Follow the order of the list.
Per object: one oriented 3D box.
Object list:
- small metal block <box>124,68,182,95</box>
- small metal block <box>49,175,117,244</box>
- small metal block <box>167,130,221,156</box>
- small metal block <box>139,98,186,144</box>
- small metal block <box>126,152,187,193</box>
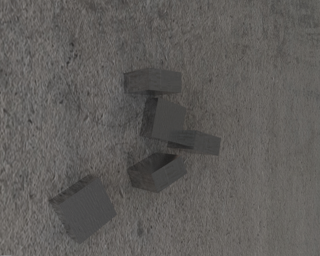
[{"bbox_3d":[-0.009,-0.055,0.380,0.050,0.050,0.025,-1,91,-40],"label":"small metal block"},{"bbox_3d":[-0.082,0.087,0.336,0.050,0.025,0.050,-34,111,-35],"label":"small metal block"},{"bbox_3d":[0.047,0.020,0.428,0.050,0.050,0.025,17,80,-39],"label":"small metal block"},{"bbox_3d":[0.005,-0.009,0.408,0.050,0.025,0.050,16,80,-39],"label":"small metal block"},{"bbox_3d":[-0.004,0.054,0.385,0.050,0.050,0.025,-27,107,-37],"label":"small metal block"}]
